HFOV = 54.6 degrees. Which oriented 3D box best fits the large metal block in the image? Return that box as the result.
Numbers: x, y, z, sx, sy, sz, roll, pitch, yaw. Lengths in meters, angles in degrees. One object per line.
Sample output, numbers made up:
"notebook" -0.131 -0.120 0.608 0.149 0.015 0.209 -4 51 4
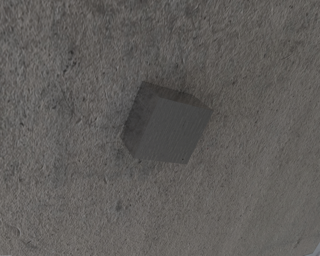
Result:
"large metal block" 0.007 -0.005 0.391 0.081 0.050 0.080 11 113 -33
